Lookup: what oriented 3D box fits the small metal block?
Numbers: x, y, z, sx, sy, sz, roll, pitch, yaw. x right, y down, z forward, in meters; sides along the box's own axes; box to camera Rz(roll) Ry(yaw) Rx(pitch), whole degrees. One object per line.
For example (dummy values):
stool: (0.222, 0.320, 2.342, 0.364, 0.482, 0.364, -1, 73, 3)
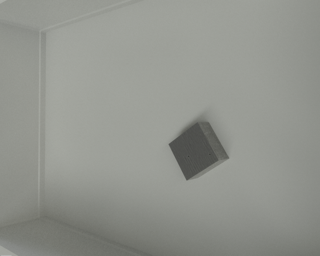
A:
small metal block: (0.045, 0.027, 0.368, 0.050, 0.025, 0.050, -40, 66, 32)
